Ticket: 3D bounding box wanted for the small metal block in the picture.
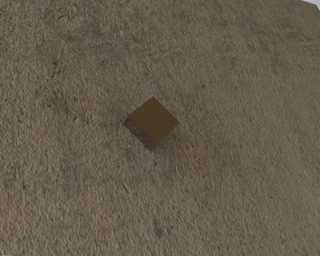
[{"bbox_3d":[-0.011,-0.006,0.405,0.050,0.025,0.050,45,51,3],"label":"small metal block"}]
